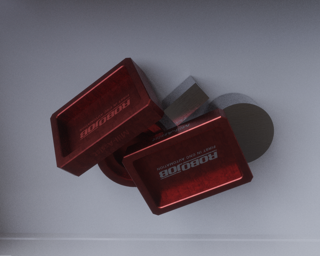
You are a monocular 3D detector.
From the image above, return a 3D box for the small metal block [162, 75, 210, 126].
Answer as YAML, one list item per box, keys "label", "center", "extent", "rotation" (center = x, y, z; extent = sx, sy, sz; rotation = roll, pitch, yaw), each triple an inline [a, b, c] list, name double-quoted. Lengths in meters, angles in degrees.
- label: "small metal block"
  center: [0.030, -0.035, 0.383]
  extent: [0.050, 0.050, 0.025]
  rotation: [-41, 105, 12]

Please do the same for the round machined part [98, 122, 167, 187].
- label: "round machined part"
  center: [-0.033, 0.026, 0.411]
  extent: [0.099, 0.042, 0.097]
  rotation: [0, 110, -1]

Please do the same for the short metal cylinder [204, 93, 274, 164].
- label: "short metal cylinder"
  center: [0.097, 0.000, 0.397]
  extent: [0.081, 0.050, 0.079]
  rotation: [0, 110, -1]

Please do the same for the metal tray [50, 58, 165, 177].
- label: "metal tray"
  center: [-0.068, -0.014, 0.367]
  extent: [0.130, 0.090, 0.030]
  rotation: [-35, 138, 11]

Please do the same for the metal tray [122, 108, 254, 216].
- label: "metal tray"
  center: [0.033, 0.043, 0.372]
  extent: [0.130, 0.030, 0.090]
  rotation: [-24, 108, 12]
